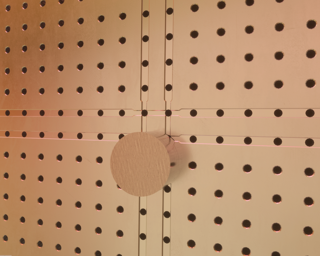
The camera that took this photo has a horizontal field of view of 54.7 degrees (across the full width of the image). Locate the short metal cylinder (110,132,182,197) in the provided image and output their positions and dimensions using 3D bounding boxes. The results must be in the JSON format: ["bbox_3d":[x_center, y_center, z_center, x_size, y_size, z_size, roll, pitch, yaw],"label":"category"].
[{"bbox_3d":[-0.017,0.044,0.404,0.080,0.050,0.079,0,90,19],"label":"short metal cylinder"}]
